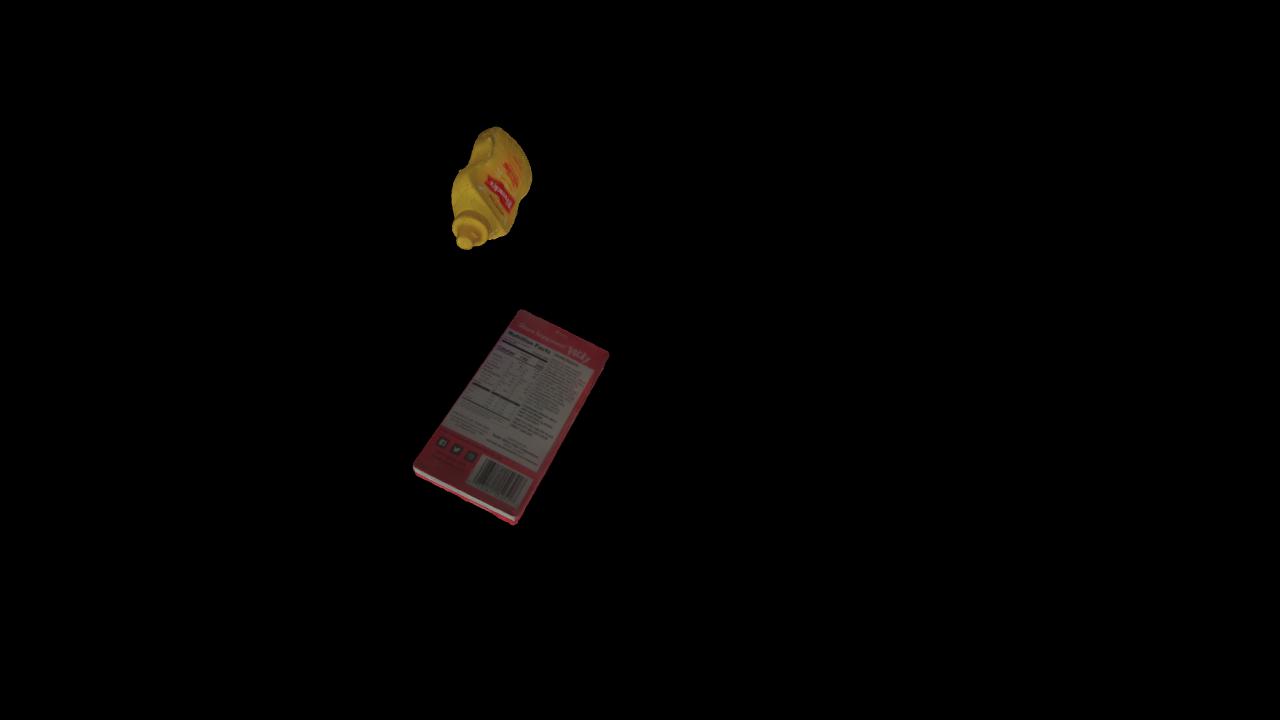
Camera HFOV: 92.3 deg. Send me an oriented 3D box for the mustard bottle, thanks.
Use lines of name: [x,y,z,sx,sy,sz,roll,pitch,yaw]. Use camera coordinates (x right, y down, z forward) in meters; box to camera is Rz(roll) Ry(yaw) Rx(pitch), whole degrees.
mustard bottle: [-0.184,-0.196,0.743,0.054,0.184,0.092,-6,-43,18]

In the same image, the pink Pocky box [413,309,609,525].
pink Pocky box: [-0.093,0.039,0.473,0.084,0.155,0.029,26,-31,2]
